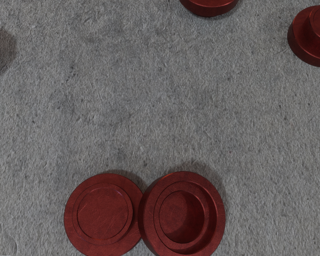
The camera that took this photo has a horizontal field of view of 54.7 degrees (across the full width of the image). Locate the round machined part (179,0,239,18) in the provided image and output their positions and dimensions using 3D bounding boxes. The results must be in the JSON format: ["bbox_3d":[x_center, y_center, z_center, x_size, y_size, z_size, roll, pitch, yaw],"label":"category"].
[{"bbox_3d":[0.074,-0.211,0.476,0.099,0.042,0.098,0,70,0],"label":"round machined part"}]

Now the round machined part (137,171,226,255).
[{"bbox_3d":[0.021,0.100,0.351,0.099,0.042,0.098,6,73,-21],"label":"round machined part"}]

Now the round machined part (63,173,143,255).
[{"bbox_3d":[-0.063,0.101,0.362,0.099,0.042,0.098,0,70,0],"label":"round machined part"}]

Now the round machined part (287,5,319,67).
[{"bbox_3d":[0.243,-0.141,0.452,0.099,0.042,0.098,0,70,0],"label":"round machined part"}]
